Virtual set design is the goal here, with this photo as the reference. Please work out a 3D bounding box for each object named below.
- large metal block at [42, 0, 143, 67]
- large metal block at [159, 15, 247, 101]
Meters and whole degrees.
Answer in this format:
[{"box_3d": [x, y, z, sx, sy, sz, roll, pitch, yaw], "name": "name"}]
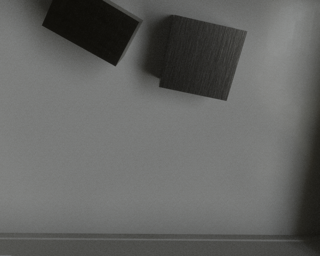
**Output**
[{"box_3d": [-0.068, -0.115, 0.339, 0.080, 0.080, 0.050, 28, 108, -10], "name": "large metal block"}, {"box_3d": [0.047, -0.084, 0.367, 0.081, 0.050, 0.079, 11, 110, -4], "name": "large metal block"}]
